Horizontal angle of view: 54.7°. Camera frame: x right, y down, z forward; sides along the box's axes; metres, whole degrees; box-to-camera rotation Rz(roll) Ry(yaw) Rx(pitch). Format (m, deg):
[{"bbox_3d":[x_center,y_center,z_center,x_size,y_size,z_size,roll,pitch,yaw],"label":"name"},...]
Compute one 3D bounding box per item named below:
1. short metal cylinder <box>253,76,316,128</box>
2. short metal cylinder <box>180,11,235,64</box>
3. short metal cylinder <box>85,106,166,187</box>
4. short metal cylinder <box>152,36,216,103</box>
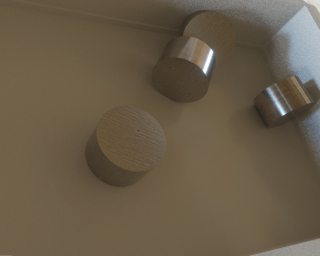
[{"bbox_3d":[0.202,-0.041,0.507,0.081,0.080,0.050,-12,68,-34],"label":"short metal cylinder"},{"bbox_3d":[0.073,-0.143,0.490,0.080,0.080,0.050,25,19,-14],"label":"short metal cylinder"},{"bbox_3d":[-0.040,0.021,0.356,0.081,0.050,0.080,14,56,-21],"label":"short metal cylinder"},{"bbox_3d":[0.035,-0.082,0.441,0.080,0.080,0.050,30,52,-10],"label":"short metal cylinder"}]
